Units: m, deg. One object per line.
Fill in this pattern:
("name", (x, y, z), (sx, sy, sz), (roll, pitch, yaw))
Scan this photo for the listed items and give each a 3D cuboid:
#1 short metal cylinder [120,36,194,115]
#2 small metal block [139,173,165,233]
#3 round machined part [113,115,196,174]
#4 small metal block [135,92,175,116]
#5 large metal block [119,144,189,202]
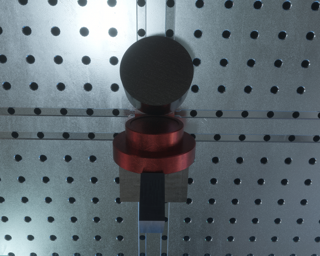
("short metal cylinder", (-0.004, -0.059, 0.360), (0.081, 0.050, 0.080), (0, 80, -1))
("small metal block", (-0.008, 0.082, 0.333), (0.025, 0.050, 0.050), (1, 148, -1))
("round machined part", (-0.006, 0.014, 0.368), (0.099, 0.098, 0.042), (1, 110, -1))
("small metal block", (-0.007, -0.025, 0.403), (0.050, 0.025, 0.050), (1, 110, -1))
("large metal block", (-0.008, 0.052, 0.402), (0.081, 0.080, 0.050), (1, 110, -1))
